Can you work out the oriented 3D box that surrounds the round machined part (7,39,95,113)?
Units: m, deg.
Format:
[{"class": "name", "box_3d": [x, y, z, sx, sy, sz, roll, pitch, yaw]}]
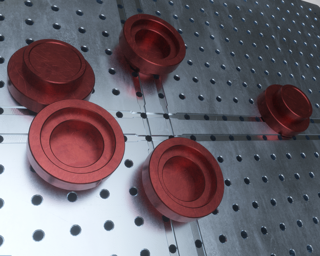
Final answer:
[{"class": "round machined part", "box_3d": [-0.125, -0.066, 0.365, 0.099, 0.042, 0.098, 14, 52, -18]}]

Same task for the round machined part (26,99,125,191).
[{"class": "round machined part", "box_3d": [-0.091, 0.021, 0.335, 0.099, 0.042, 0.098, 13, 56, -21]}]

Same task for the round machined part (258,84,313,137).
[{"class": "round machined part", "box_3d": [0.223, -0.037, 0.539, 0.099, 0.042, 0.098, 13, 56, -21]}]

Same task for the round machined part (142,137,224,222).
[{"class": "round machined part", "box_3d": [0.024, 0.063, 0.371, 0.099, 0.042, 0.098, 13, 56, -21]}]

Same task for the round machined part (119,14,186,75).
[{"class": "round machined part", "box_3d": [-0.014, -0.118, 0.461, 0.099, 0.042, 0.098, 13, 56, -21]}]
